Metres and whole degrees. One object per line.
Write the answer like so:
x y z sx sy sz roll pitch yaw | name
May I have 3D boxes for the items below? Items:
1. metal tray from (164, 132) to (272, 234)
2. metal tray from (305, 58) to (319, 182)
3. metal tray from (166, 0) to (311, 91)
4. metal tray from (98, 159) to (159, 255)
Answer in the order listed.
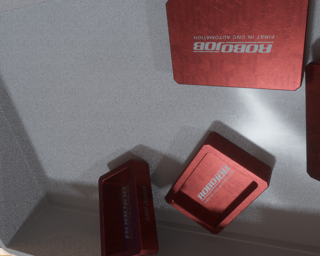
0.073 0.078 0.414 0.090 0.030 0.129 34 129 5 | metal tray
0.182 0.003 0.282 0.090 0.030 0.129 29 138 55 | metal tray
0.075 -0.088 0.308 0.130 0.030 0.089 7 122 26 | metal tray
-0.050 0.121 0.449 0.030 0.130 0.090 18 142 -41 | metal tray
